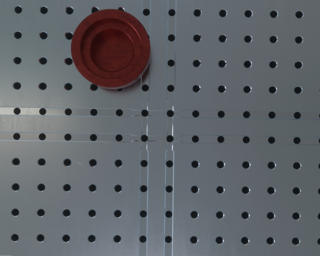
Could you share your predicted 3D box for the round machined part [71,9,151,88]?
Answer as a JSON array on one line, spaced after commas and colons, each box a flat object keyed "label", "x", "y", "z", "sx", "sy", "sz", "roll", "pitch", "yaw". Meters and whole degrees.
[{"label": "round machined part", "x": -0.061, "y": -0.099, "z": 0.404, "sx": 0.099, "sy": 0.042, "sz": 0.097, "roll": 0, "pitch": 90, "yaw": 0}]
